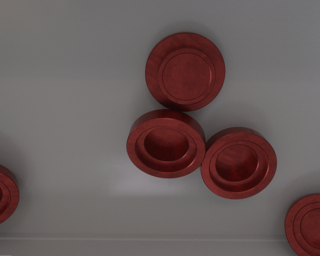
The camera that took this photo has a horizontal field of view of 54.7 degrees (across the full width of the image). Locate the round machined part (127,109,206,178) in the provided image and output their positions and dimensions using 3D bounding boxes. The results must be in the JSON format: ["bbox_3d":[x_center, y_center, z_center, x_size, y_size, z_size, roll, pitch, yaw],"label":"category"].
[{"bbox_3d":[0.009,0.016,0.399,0.099,0.042,0.097,3,126,4],"label":"round machined part"}]

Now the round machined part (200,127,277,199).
[{"bbox_3d":[0.102,0.043,0.419,0.099,0.042,0.097,0,110,0],"label":"round machined part"}]

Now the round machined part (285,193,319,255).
[{"bbox_3d":[0.230,0.142,0.440,0.098,0.042,0.097,-3,82,19],"label":"round machined part"}]

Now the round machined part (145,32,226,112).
[{"bbox_3d":[0.031,-0.066,0.378,0.099,0.042,0.097,0,110,0],"label":"round machined part"}]

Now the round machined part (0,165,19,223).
[{"bbox_3d":[-0.245,0.087,0.419,0.099,0.042,0.097,-11,117,-22],"label":"round machined part"}]
